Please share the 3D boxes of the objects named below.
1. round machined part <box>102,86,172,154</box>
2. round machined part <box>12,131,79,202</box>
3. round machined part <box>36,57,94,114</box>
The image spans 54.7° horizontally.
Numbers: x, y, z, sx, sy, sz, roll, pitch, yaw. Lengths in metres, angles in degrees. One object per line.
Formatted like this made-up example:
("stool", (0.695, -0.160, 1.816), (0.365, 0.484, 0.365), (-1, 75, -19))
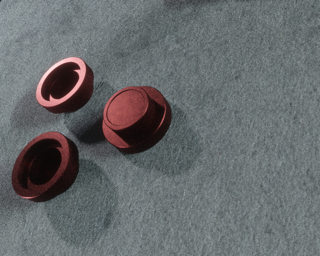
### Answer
("round machined part", (-0.037, -0.018, 0.422), (0.098, 0.042, 0.098), (-13, 56, 20))
("round machined part", (-0.155, 0.057, 0.437), (0.098, 0.042, 0.098), (-13, 56, 20))
("round machined part", (-0.149, -0.065, 0.509), (0.098, 0.042, 0.098), (-13, 56, 20))
